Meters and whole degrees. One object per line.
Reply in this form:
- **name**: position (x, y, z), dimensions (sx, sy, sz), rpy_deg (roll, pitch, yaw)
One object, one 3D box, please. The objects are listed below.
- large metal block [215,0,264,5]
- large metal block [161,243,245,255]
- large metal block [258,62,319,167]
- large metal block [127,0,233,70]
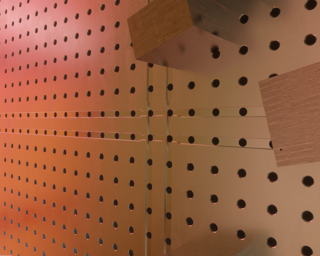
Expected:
- **large metal block**: position (0.073, -0.179, 0.314), dimensions (0.050, 0.081, 0.080), rpy_deg (14, 99, 39)
- **large metal block**: position (0.042, 0.166, 0.340), dimensions (0.080, 0.081, 0.050), rpy_deg (-12, 83, 39)
- **large metal block**: position (0.144, -0.013, 0.275), dimensions (0.080, 0.050, 0.080), rpy_deg (-16, 80, 39)
- **large metal block**: position (0.023, -0.111, 0.355), dimensions (0.080, 0.081, 0.050), rpy_deg (-20, 77, 38)
